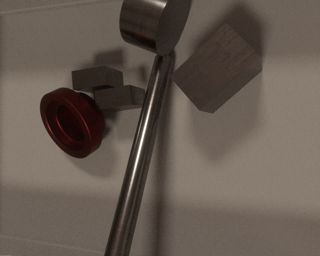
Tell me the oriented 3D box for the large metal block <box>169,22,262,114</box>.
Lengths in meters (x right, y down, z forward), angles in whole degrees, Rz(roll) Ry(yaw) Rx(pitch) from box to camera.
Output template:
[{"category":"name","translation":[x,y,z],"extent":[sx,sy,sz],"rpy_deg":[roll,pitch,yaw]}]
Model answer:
[{"category":"large metal block","translation":[0.068,-0.063,0.357],"extent":[0.080,0.080,0.050],"rpy_deg":[-42,77,15]}]

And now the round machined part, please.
[{"category":"round machined part","translation":[-0.115,-0.010,0.425],"extent":[0.098,0.042,0.097],"rpy_deg":[21,129,29]}]

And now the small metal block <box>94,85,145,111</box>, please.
[{"category":"small metal block","translation":[-0.051,-0.038,0.414],"extent":[0.050,0.050,0.025],"rpy_deg":[-7,88,19]}]

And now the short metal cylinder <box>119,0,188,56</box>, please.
[{"category":"short metal cylinder","translation":[-0.006,-0.136,0.383],"extent":[0.050,0.080,0.080],"rpy_deg":[25,98,18]}]

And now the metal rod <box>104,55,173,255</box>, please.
[{"category":"metal rod","translation":[-0.025,0.045,0.355],"extent":[0.025,0.025,0.299],"rpy_deg":[5,67,19]}]

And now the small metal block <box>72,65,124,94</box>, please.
[{"category":"small metal block","translation":[-0.084,-0.065,0.426],"extent":[0.050,0.050,0.025],"rpy_deg":[-5,88,19]}]
